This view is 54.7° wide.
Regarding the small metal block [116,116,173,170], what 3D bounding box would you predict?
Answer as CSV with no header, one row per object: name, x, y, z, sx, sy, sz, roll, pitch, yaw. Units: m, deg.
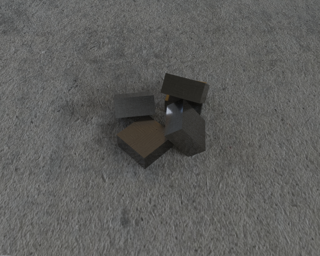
small metal block,-0.018,0.016,0.391,0.050,0.025,0.050,37,59,27

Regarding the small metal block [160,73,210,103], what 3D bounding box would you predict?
small metal block,0.034,-0.050,0.397,0.050,0.025,0.050,17,9,13

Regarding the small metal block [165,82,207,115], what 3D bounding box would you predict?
small metal block,0.037,-0.044,0.442,0.050,0.025,0.050,11,51,8

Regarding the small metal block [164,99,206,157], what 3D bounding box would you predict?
small metal block,0.032,0.000,0.386,0.025,0.050,0.050,-24,41,31

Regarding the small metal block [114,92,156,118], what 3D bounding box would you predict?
small metal block,-0.034,-0.032,0.415,0.050,0.025,0.050,-6,13,-6

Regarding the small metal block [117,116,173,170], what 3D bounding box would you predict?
small metal block,-0.018,0.016,0.391,0.050,0.025,0.050,38,59,27
